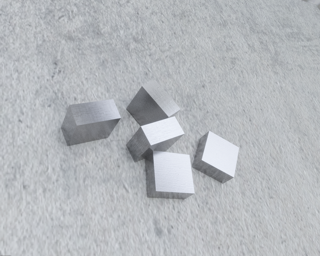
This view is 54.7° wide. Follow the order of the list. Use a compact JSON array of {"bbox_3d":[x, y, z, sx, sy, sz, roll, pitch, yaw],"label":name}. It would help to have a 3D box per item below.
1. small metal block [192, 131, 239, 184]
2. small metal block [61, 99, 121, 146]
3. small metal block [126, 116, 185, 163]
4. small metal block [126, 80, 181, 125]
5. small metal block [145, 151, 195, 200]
[{"bbox_3d":[0.077,0.040,0.423,0.050,0.025,0.050,29,52,-10],"label":"small metal block"},{"bbox_3d":[-0.079,-0.006,0.350,0.050,0.050,0.025,-12,68,-33],"label":"small metal block"},{"bbox_3d":[-0.007,0.014,0.377,0.050,0.050,0.025,-17,71,-35],"label":"small metal block"},{"bbox_3d":[-0.009,-0.025,0.398,0.050,0.050,0.025,50,47,7],"label":"small metal block"},{"bbox_3d":[0.011,0.058,0.376,0.050,0.025,0.050,9,58,-24],"label":"small metal block"}]
